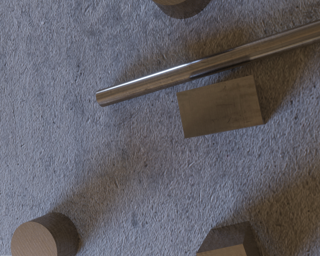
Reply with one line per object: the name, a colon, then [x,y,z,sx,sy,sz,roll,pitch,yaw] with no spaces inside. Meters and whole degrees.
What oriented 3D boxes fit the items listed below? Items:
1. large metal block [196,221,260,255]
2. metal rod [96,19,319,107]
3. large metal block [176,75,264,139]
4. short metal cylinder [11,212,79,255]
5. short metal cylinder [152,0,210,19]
large metal block: [0.086,0.161,0.349,0.050,0.080,0.080,-20,83,19]
metal rod: [0.054,-0.077,0.389,0.301,0.025,0.025,-14,85,19]
large metal block: [0.073,-0.021,0.354,0.080,0.080,0.050,-11,86,19]
short metal cylinder: [-0.168,0.170,0.455,0.080,0.050,0.080,0,90,20]
short metal cylinder: [0.023,-0.185,0.387,0.080,0.050,0.080,0,90,20]
